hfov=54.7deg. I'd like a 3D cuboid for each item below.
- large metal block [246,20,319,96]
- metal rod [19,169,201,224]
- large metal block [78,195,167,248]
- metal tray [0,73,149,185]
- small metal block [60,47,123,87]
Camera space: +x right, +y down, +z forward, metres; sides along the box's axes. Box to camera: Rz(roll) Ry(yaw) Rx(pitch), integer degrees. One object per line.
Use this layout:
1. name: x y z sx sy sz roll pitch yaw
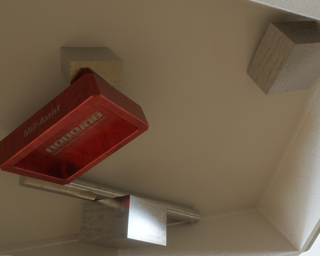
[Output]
1. large metal block: 0.178 -0.095 0.419 0.081 0.050 0.079 -10 141 -23
2. metal rod: -0.048 0.104 0.448 0.302 0.025 0.025 25 105 -37
3. large metal block: -0.047 0.128 0.413 0.080 0.050 0.080 -17 147 30
4. metal tray: -0.089 0.008 0.326 0.130 0.030 0.090 -34 146 15
5. small metal block: -0.071 -0.064 0.315 0.050 0.050 0.025 -7 121 -25
